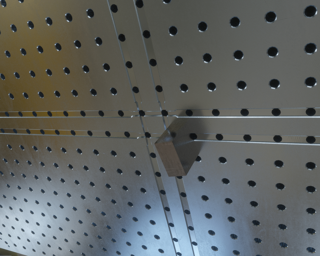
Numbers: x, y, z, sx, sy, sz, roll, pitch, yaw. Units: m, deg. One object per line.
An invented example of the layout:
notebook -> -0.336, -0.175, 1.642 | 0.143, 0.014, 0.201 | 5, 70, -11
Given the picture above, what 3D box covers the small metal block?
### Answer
small metal block -> 0.023, 0.027, 0.399 | 0.025, 0.050, 0.050 | -9, 114, 32
